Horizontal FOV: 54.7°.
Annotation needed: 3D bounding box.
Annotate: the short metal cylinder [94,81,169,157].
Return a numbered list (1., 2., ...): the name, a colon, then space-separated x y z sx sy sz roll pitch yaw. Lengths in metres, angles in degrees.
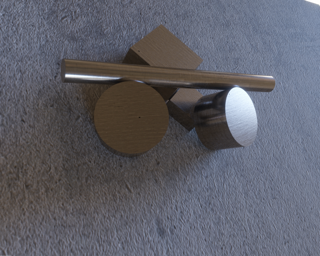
1. short metal cylinder: -0.034 -0.008 0.357 0.081 0.050 0.080 2 79 -10

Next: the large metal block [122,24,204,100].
1. large metal block: 0.002 -0.089 0.442 0.080 0.050 0.080 41 51 -1

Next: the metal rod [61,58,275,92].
1. metal rod: 0.032 -0.063 0.394 0.303 0.025 0.025 -1 63 -29

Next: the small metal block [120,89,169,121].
1. small metal block: -0.025 -0.033 0.412 0.050 0.025 0.050 40 50 -1

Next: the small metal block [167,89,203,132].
1. small metal block: 0.040 -0.031 0.445 0.050 0.025 0.050 40 51 -1

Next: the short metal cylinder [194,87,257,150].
1. short metal cylinder: 0.091 -0.011 0.427 0.081 0.050 0.080 13 72 -44
